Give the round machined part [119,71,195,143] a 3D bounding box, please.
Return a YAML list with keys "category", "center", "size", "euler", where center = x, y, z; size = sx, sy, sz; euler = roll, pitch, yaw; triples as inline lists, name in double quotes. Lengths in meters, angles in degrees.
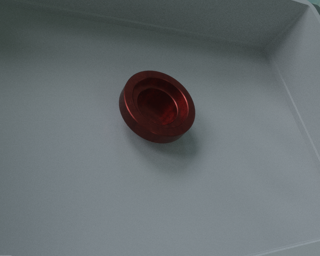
- category: "round machined part"
  center: [-0.007, -0.023, 0.405]
  size: [0.099, 0.042, 0.098]
  euler: [13, 56, -21]
